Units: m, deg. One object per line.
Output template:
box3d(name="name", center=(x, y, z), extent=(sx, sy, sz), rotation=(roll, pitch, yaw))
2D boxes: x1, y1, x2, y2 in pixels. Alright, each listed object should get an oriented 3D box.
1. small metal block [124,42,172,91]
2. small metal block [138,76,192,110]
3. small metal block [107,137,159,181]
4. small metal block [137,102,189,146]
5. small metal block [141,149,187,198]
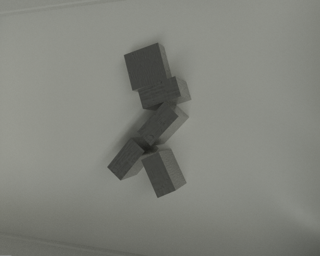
box3d(name="small metal block", center=(-0.015, -0.080, 0.415), extent=(0.050, 0.025, 0.050), rotation=(-15, 85, 19))
box3d(name="small metal block", center=(0.007, -0.042, 0.394), extent=(0.050, 0.050, 0.025), rotation=(-17, 84, 19))
box3d(name="small metal block", center=(-0.034, 0.039, 0.408), extent=(0.025, 0.050, 0.050), rotation=(42, 103, 15))
box3d(name="small metal block", center=(0.005, -0.005, 0.395), extent=(0.025, 0.050, 0.050), rotation=(46, 104, 14))
box3d(name="small metal block", center=(0.006, 0.056, 0.394), extent=(0.025, 0.050, 0.050), rotation=(-27, 82, 18))
